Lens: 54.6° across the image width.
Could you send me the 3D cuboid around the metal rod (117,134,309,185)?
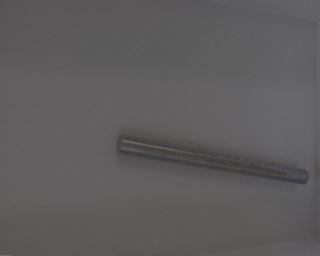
[{"bbox_3d":[0.088,0.049,0.442,0.302,0.025,0.025,12,86,-20],"label":"metal rod"}]
